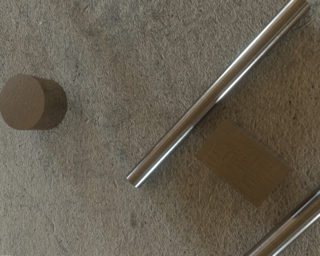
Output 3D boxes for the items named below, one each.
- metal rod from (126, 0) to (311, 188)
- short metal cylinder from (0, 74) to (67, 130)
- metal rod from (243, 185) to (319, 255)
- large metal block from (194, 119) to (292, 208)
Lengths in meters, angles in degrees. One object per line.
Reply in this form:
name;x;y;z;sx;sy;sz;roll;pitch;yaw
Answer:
metal rod;0.063;-0.035;0.386;0.025;0.025;0.299;46;104;14
short metal cylinder;-0.187;-0.037;0.460;0.080;0.050;0.079;0;90;19
metal rod;0.173;0.089;0.348;0.025;0.025;0.299;44;103;14
large metal block;0.094;0.034;0.346;0.080;0.080;0.050;40;103;15
